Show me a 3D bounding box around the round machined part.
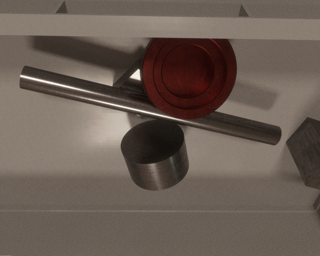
[{"bbox_3d":[0.027,-0.061,0.330,0.099,0.042,0.097,-3,106,-10],"label":"round machined part"}]

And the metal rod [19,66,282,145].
[{"bbox_3d":[0.000,-0.022,0.357,0.302,0.025,0.025,12,129,-12],"label":"metal rod"}]

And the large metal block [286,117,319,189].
[{"bbox_3d":[0.228,0.039,0.410,0.081,0.080,0.050,15,128,-13],"label":"large metal block"}]

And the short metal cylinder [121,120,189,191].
[{"bbox_3d":[-0.005,0.034,0.402,0.080,0.080,0.050,-8,130,6],"label":"short metal cylinder"}]

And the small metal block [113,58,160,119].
[{"bbox_3d":[-0.022,-0.046,0.370,0.050,0.025,0.050,35,121,-27],"label":"small metal block"}]
